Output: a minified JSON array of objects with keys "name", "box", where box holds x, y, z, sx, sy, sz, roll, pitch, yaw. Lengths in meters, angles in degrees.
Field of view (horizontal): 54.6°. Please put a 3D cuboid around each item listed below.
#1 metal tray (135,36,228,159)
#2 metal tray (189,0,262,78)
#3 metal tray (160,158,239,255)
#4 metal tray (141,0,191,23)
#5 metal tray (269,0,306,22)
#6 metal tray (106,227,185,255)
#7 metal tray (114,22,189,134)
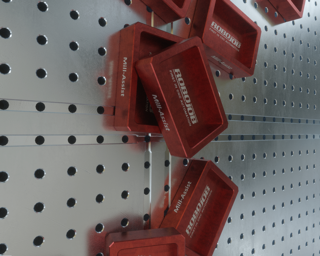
[{"name":"metal tray","box":[0.032,-0.039,0.391,0.091,0.030,0.129,-34,111,-35]},{"name":"metal tray","box":[0.107,-0.145,0.493,0.131,0.030,0.090,22,77,-38]},{"name":"metal tray","box":[0.060,0.122,0.454,0.090,0.030,0.130,44,64,-31]},{"name":"metal tray","box":[0.012,-0.221,0.414,0.090,0.030,0.130,31,71,-36]},{"name":"metal tray","box":[0.261,-0.294,0.621,0.090,0.030,0.130,26,74,-37]},{"name":"metal tray","box":[-0.017,0.191,0.369,0.091,0.030,0.129,0,90,-17]},{"name":"metal tray","box":[-0.008,-0.058,0.397,0.091,0.030,0.129,6,86,-40]}]
